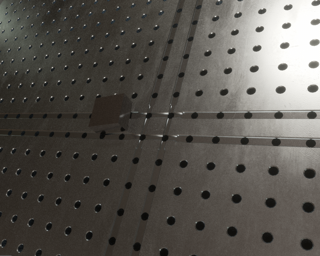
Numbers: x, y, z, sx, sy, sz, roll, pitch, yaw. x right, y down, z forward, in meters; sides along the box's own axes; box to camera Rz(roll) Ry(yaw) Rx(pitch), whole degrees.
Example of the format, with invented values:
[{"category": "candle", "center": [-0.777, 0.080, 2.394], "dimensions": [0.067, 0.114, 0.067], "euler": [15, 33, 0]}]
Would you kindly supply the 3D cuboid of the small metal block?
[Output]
[{"category": "small metal block", "center": [-0.072, -0.020, 0.457], "dimensions": [0.050, 0.025, 0.050], "euler": [-7, 59, 24]}]
